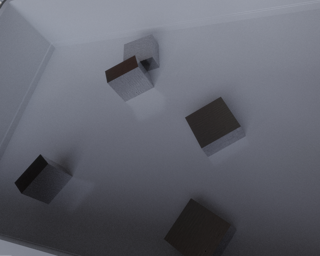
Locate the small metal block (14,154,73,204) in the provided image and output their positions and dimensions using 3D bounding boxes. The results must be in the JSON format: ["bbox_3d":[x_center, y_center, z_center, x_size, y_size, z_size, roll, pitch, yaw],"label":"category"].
[{"bbox_3d":[-0.159,0.071,0.427,0.025,0.050,0.050,35,81,38],"label":"small metal block"}]

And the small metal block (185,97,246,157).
[{"bbox_3d":[0.065,-0.002,0.372,0.050,0.025,0.050,-30,52,8],"label":"small metal block"}]

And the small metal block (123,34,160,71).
[{"bbox_3d":[-0.029,-0.114,0.490,0.050,0.025,0.050,-15,56,19],"label":"small metal block"}]

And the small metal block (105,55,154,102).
[{"bbox_3d":[-0.044,-0.071,0.455,0.050,0.050,0.025,-26,53,12],"label":"small metal block"}]

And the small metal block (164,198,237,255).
[{"bbox_3d":[0.041,0.109,0.316,0.050,0.025,0.050,28,77,37],"label":"small metal block"}]
